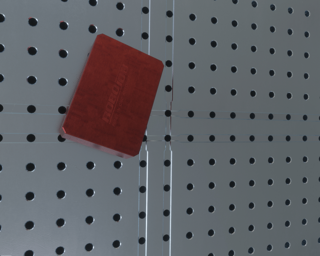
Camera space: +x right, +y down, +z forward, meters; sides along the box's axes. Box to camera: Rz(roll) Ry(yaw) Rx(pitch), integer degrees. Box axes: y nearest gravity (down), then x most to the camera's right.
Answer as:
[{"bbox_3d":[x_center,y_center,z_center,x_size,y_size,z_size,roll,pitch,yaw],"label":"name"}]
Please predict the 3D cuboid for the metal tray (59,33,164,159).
[{"bbox_3d":[-0.055,-0.038,0.376,0.091,0.030,0.130,22,71,-19],"label":"metal tray"}]

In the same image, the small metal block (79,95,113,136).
[{"bbox_3d":[-0.073,-0.013,0.386,0.050,0.025,0.050,9,87,-20],"label":"small metal block"}]
